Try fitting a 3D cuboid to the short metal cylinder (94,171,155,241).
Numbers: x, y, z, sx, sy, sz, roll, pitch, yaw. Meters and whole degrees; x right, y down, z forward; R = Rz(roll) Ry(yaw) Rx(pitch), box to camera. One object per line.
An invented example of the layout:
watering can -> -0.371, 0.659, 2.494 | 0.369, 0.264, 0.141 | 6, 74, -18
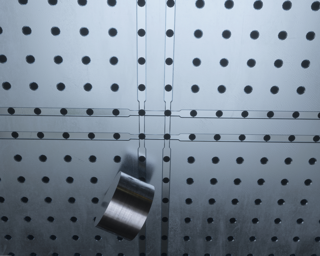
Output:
short metal cylinder -> -0.048, 0.105, 0.422 | 0.050, 0.080, 0.080 | 27, 108, -10
